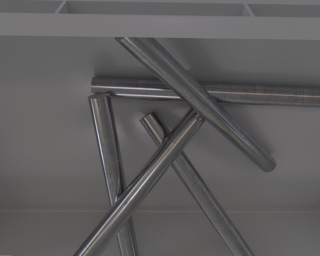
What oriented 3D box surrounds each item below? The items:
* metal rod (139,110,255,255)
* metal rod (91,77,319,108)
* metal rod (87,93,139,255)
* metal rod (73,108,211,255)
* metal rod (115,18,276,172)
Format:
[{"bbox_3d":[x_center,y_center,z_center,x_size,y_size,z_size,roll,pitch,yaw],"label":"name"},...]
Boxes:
[{"bbox_3d":[0.068,0.105,0.420,0.025,0.025,0.299,-31,100,23],"label":"metal rod"},{"bbox_3d":[0.071,-0.042,0.373,0.302,0.025,0.025,2,130,-3],"label":"metal rod"},{"bbox_3d":[-0.050,0.103,0.397,0.025,0.025,0.298,-6,110,4],"label":"metal rod"},{"bbox_3d":[-0.039,0.091,0.368,0.025,0.025,0.300,43,82,-30],"label":"metal rod"},{"bbox_3d":[0.064,-0.016,0.364,0.025,0.025,0.301,-33,133,24],"label":"metal rod"}]
